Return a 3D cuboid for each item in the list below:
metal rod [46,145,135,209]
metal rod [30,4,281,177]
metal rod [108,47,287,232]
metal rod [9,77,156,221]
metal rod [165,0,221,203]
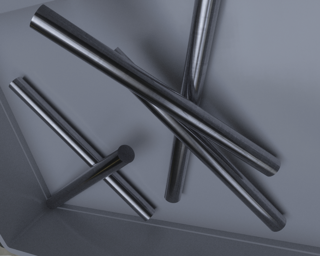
[{"bbox_3d":[-0.128,0.091,0.505,0.025,0.025,0.299,49,137,-6],"label":"metal rod"},{"bbox_3d":[0.010,-0.028,0.328,0.301,0.025,0.025,31,131,-16],"label":"metal rod"},{"bbox_3d":[0.050,0.023,0.369,0.300,0.025,0.025,44,130,-14],"label":"metal rod"},{"bbox_3d":[-0.121,0.035,0.494,0.300,0.025,0.025,46,129,-4],"label":"metal rod"},{"bbox_3d":[0.034,-0.020,0.378,0.025,0.025,0.298,19,126,17],"label":"metal rod"}]
